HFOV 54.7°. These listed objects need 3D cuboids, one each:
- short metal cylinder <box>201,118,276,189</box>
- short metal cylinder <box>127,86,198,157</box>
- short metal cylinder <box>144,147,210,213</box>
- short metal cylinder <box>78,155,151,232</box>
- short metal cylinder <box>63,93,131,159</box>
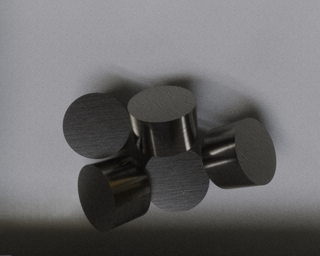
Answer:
[{"bbox_3d":[0.097,0.032,0.378,0.081,0.050,0.080,14,67,-37],"label":"short metal cylinder"},{"bbox_3d":[0.005,-0.010,0.375,0.081,0.080,0.050,-8,126,-1],"label":"short metal cylinder"},{"bbox_3d":[0.020,0.062,0.398,0.081,0.050,0.079,0,90,-1],"label":"short metal cylinder"},{"bbox_3d":[-0.057,0.077,0.375,0.050,0.080,0.080,-11,90,-43],"label":"short metal cylinder"},{"bbox_3d":[-0.076,-0.003,0.395,0.081,0.050,0.079,0,90,-1],"label":"short metal cylinder"}]
